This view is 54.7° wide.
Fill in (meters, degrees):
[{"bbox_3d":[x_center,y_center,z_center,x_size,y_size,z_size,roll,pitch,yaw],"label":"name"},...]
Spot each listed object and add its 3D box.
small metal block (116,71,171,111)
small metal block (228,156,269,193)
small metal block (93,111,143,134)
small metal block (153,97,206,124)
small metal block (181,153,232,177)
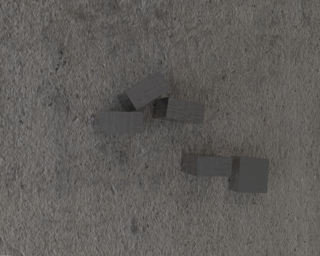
[{"bbox_3d":[-0.022,-0.045,0.387,0.050,0.050,0.025,-34,101,-17],"label":"small metal block"},{"bbox_3d":[0.131,0.068,0.457,0.050,0.025,0.050,5,88,-20],"label":"small metal block"},{"bbox_3d":[-0.052,-0.006,0.376,0.050,0.050,0.025,-1,91,-20],"label":"small metal block"},{"bbox_3d":[0.024,-0.022,0.404,0.050,0.050,0.025,9,87,-20],"label":"small metal block"},{"bbox_3d":[0.062,0.049,0.418,0.050,0.050,0.025,4,89,-20],"label":"small metal block"}]
